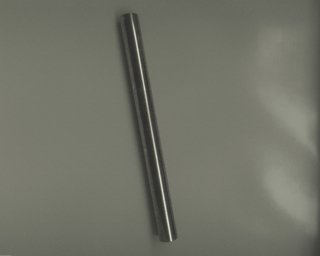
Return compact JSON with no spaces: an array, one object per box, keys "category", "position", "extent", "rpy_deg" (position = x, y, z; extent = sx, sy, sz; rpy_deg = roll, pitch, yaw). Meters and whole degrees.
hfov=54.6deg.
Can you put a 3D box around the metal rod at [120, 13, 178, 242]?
[{"category":"metal rod","position":[-0.015,-0.001,0.411],"extent":[0.025,0.025,0.299],"rpy_deg":[-10,90,0]}]
